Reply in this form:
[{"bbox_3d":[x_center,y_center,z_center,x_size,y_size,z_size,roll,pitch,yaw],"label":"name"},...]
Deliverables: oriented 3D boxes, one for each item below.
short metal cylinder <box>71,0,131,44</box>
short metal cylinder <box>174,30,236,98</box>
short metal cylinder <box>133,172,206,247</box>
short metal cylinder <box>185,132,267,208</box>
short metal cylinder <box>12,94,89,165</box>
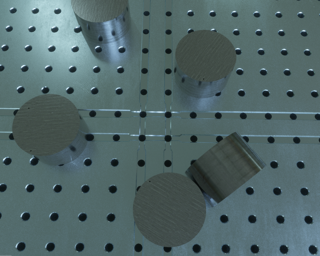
[{"bbox_3d":[-0.085,-0.174,0.461,0.081,0.050,0.080,0,70,-1],"label":"short metal cylinder"},{"bbox_3d":[0.060,-0.088,0.431,0.081,0.050,0.080,0,70,0],"label":"short metal cylinder"},{"bbox_3d":[0.010,0.097,0.363,0.081,0.050,0.080,0,70,0],"label":"short metal cylinder"},{"bbox_3d":[0.077,0.049,0.366,0.080,0.080,0.050,-35,74,-12],"label":"short metal cylinder"},{"bbox_3d":[-0.137,0.003,0.396,0.081,0.050,0.080,0,70,0],"label":"short metal cylinder"}]
